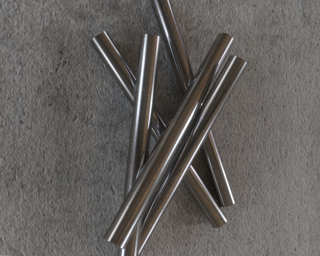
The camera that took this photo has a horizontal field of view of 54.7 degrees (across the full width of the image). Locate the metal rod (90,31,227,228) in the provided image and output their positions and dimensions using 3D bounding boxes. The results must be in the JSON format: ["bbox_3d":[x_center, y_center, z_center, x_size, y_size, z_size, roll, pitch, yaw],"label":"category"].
[{"bbox_3d":[0.004,0.010,0.410,0.025,0.025,0.299,-36,102,-16],"label":"metal rod"}]

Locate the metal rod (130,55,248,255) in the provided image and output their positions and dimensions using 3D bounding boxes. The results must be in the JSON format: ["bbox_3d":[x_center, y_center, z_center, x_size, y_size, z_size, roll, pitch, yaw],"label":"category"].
[{"bbox_3d":[0.026,0.045,0.391,0.025,0.025,0.299,29,90,-18],"label":"metal rod"}]

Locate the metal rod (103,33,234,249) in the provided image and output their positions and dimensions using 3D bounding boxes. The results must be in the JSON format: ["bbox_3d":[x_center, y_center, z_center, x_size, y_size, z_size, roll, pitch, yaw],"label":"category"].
[{"bbox_3d":[0.021,-0.001,0.376,0.025,0.025,0.300,36,68,-17],"label":"metal rod"}]

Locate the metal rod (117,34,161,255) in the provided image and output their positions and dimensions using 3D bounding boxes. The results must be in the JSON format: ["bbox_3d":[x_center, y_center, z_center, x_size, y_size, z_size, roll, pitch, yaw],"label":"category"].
[{"bbox_3d":[-0.026,0.038,0.371,0.025,0.025,0.298,7,88,-20],"label":"metal rod"}]

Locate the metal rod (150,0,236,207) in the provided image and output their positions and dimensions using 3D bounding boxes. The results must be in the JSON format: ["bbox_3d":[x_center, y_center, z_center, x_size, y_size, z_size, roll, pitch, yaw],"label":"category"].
[{"bbox_3d":[0.047,-0.032,0.426,0.025,0.025,0.298,-22,97,-19],"label":"metal rod"}]
